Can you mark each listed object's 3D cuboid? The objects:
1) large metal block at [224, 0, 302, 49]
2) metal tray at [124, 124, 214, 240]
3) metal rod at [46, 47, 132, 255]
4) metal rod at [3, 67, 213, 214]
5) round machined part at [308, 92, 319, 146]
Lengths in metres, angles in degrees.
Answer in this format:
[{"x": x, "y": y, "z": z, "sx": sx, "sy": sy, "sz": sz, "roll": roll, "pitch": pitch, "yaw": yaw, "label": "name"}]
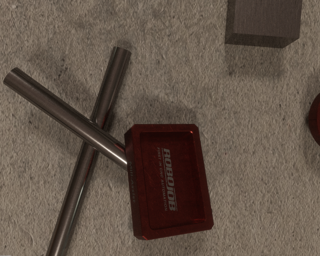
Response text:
[{"x": 0.132, "y": -0.152, "z": 0.399, "sx": 0.081, "sy": 0.050, "sz": 0.079, "roll": 4, "pitch": 90, "yaw": -1, "label": "large metal block"}, {"x": 0.010, "y": 0.061, "z": 0.374, "sx": 0.091, "sy": 0.030, "sz": 0.129, "roll": 0, "pitch": 74, "yaw": -24, "label": "metal tray"}, {"x": -0.095, "y": 0.039, "z": 0.408, "sx": 0.025, "sy": 0.025, "sz": 0.298, "roll": 18, "pitch": 90, "yaw": -1, "label": "metal rod"}, {"x": -0.057, "y": 0.028, "z": 0.388, "sx": 0.301, "sy": 0.025, "sz": 0.025, "roll": 37, "pitch": 90, "yaw": -9, "label": "metal rod"}, {"x": 0.242, "y": -0.011, "z": 0.405, "sx": 0.099, "sy": 0.042, "sz": 0.097, "roll": 0, "pitch": 90, "yaw": -1, "label": "round machined part"}]
